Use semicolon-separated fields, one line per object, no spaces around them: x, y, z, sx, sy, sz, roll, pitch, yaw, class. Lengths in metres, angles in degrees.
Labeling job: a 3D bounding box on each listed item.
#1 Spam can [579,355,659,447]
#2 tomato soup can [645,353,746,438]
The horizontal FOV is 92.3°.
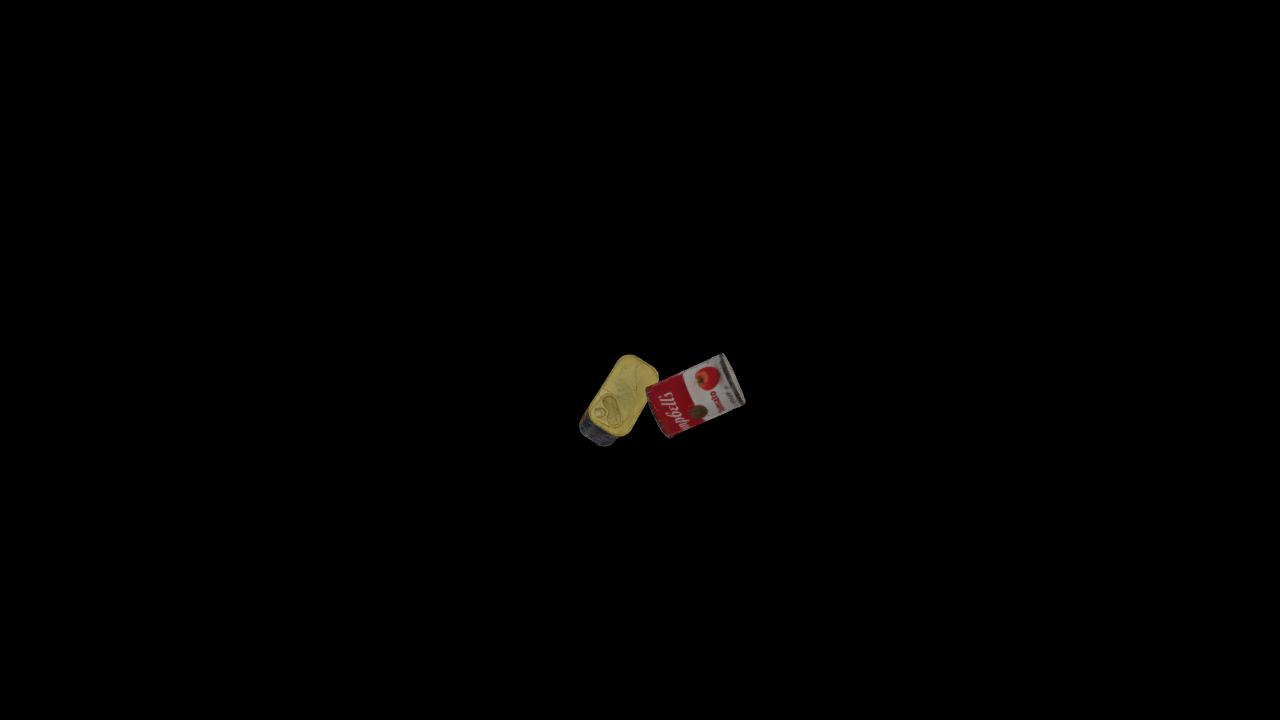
-0.028;0.054;0.769;0.058;0.101;0.085;33;-23;-2;Spam can
0.066;0.042;0.726;0.101;0.068;0.068;-25;-5;11;tomato soup can
